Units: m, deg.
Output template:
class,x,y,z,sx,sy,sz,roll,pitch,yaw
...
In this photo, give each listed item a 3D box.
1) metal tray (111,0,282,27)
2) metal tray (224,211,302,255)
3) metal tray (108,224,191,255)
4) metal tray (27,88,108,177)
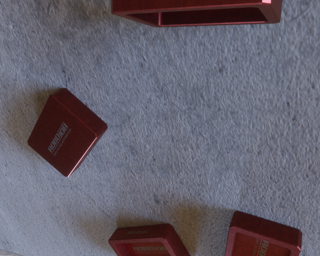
class,x,y,z,sx,sy,sz,roll,pitch,yaw
metal tray,0.035,-0.112,0.273,0.130,0.090,0.030,6,101,24
metal tray,0.141,0.186,0.444,0.090,0.030,0.129,13,124,20
metal tray,-0.018,0.217,0.545,0.130,0.030,0.090,-17,110,34
metal tray,-0.149,0.011,0.486,0.090,0.030,0.129,42,129,-1
